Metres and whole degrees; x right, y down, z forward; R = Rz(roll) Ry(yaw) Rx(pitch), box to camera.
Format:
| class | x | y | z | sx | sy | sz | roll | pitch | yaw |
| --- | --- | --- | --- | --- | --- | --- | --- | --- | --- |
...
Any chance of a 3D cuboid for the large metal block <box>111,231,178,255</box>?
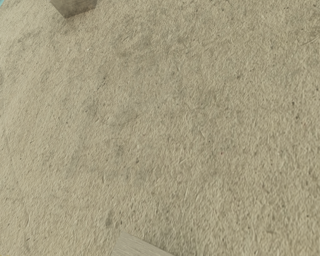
| class | x | y | z | sx | sy | sz | roll | pitch | yaw |
| --- | --- | --- | --- | --- | --- | --- | --- | --- | --- |
| large metal block | -0.011 | 0.157 | 0.298 | 0.080 | 0.050 | 0.080 | 13 | 68 | 33 |

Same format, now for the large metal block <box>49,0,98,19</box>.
| class | x | y | z | sx | sy | sz | roll | pitch | yaw |
| --- | --- | --- | --- | --- | --- | --- | --- | --- | --- |
| large metal block | -0.178 | -0.290 | 0.659 | 0.080 | 0.050 | 0.080 | -8 | 58 | 24 |
